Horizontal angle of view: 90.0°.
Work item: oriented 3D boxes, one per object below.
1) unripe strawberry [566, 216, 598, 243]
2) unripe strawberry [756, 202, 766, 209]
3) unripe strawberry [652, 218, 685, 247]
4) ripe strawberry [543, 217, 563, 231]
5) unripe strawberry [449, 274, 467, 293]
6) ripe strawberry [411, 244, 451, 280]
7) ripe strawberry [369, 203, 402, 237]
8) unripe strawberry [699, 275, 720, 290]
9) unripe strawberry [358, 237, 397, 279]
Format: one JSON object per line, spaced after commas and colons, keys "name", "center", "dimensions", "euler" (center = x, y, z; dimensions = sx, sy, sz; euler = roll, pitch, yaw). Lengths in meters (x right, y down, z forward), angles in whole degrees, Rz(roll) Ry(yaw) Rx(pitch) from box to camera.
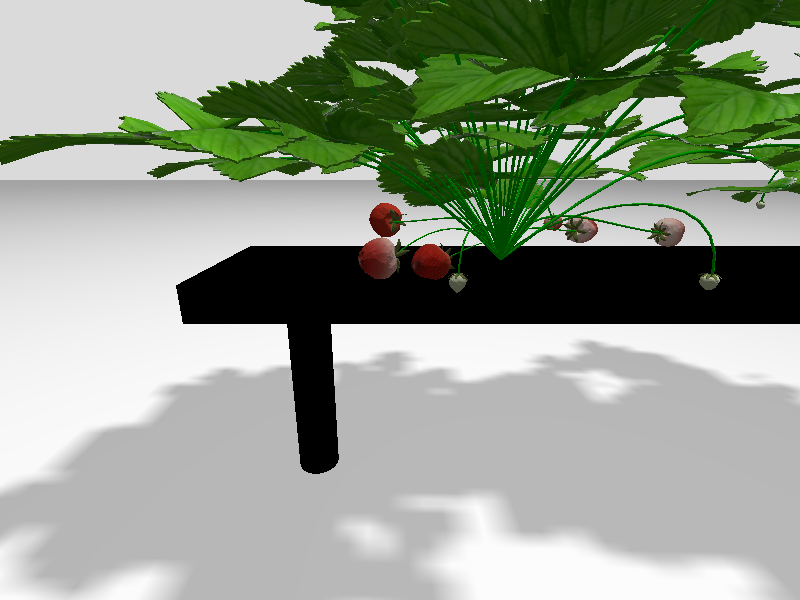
{"name": "unripe strawberry", "center": [0.196, -0.076, 0.430], "dimensions": [0.029, 0.029, 0.032], "euler": [-13, 22, -36]}
{"name": "unripe strawberry", "center": [0.533, -0.140, 0.591], "dimensions": [0.011, 0.011, 0.010], "euler": [0, 18, -1]}
{"name": "unripe strawberry", "center": [0.284, -0.071, 0.421], "dimensions": [0.030, 0.030, 0.028], "euler": [-6, 19, -19]}
{"name": "ripe strawberry", "center": [0.196, -0.098, 0.511], "dimensions": [0.023, 0.019, 0.023], "euler": [11, -4, 31]}
{"name": "unripe strawberry", "center": [0.036, -0.010, 0.251], "dimensions": [0.011, 0.011, 0.011], "euler": [9, 20, 25]}
{"name": "ripe strawberry", "center": [0.021, -0.027, 0.288], "dimensions": [0.029, 0.025, 0.029], "euler": [-18, 25, -42]}
{"name": "ripe strawberry", "center": [-0.020, -0.096, 0.478], "dimensions": [0.039, 0.041, 0.042], "euler": [-14, 23, -37]}
{"name": "unripe strawberry", "center": [0.187, -0.011, 0.242], "dimensions": [0.009, 0.010, 0.010], "euler": [-15, 23, -37]}
{"name": "unripe strawberry", "center": [-0.017, -0.030, 0.290], "dimensions": [0.028, 0.030, 0.026], "euler": [-12, 22, -30]}
